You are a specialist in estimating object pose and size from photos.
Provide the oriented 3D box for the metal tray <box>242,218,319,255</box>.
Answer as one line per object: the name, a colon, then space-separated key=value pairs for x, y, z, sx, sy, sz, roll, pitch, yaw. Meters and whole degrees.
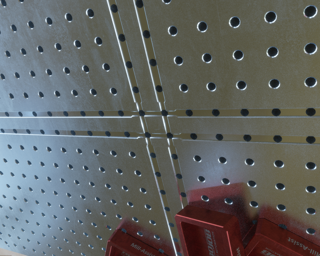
metal tray: x=0.180 y=0.191 z=0.431 sx=0.130 sy=0.030 sz=0.089 roll=26 pitch=127 yaw=11

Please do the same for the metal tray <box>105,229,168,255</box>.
metal tray: x=-0.040 y=0.256 z=0.585 sx=0.130 sy=0.030 sz=0.089 roll=24 pitch=127 yaw=13

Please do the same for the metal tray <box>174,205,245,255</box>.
metal tray: x=0.077 y=0.183 z=0.452 sx=0.090 sy=0.030 sz=0.129 roll=0 pitch=110 yaw=44
